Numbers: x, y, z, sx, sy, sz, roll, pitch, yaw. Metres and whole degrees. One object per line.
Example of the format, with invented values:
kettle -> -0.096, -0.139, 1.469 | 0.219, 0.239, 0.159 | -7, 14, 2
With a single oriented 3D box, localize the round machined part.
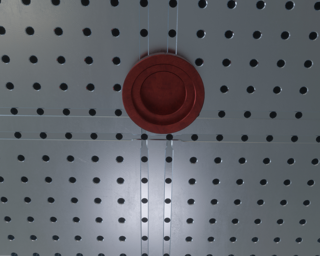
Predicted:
round machined part -> 0.004, -0.045, 0.388 | 0.099, 0.042, 0.097 | 0, 110, 0
